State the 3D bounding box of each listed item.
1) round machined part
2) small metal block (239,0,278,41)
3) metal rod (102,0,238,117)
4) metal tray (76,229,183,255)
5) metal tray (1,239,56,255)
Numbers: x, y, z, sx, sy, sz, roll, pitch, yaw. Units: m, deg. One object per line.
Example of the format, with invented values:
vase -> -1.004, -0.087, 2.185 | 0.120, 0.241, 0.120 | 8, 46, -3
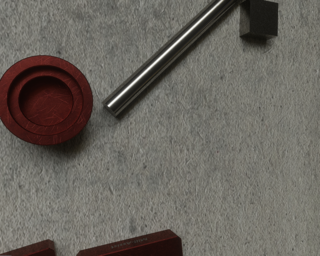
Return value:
round machined part -> -0.129, -0.030, 0.353 | 0.099, 0.042, 0.097 | 0, 90, -21
small metal block -> 0.149, -0.163, 0.465 | 0.050, 0.025, 0.050 | 2, 90, -21
metal rod -> 0.038, -0.127, 0.424 | 0.301, 0.025, 0.025 | -46, 105, -15
metal tray -> -0.034, 0.191, 0.395 | 0.131, 0.030, 0.089 | -7, 92, -20
metal tray -> -0.154, 0.205, 0.350 | 0.091, 0.030, 0.129 | -13, 94, -20
